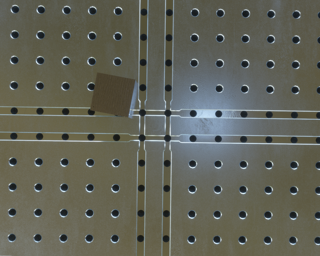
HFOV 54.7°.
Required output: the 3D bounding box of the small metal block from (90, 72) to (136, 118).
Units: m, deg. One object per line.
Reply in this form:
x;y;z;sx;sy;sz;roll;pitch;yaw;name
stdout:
-0.061;-0.043;0.413;0.050;0.025;0.050;11;90;-1;small metal block
